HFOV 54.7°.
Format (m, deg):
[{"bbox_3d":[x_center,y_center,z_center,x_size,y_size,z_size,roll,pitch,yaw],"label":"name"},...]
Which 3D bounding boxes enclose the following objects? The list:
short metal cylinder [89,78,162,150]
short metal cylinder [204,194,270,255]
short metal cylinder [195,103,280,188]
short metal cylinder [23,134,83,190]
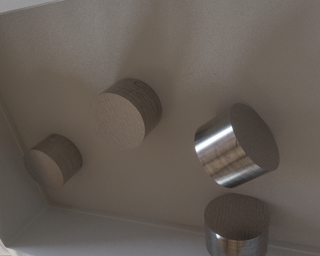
[{"bbox_3d":[-0.044,-0.019,0.403,0.080,0.050,0.079,13,124,20],"label":"short metal cylinder"},{"bbox_3d":[0.099,0.131,0.402,0.080,0.080,0.050,7,122,24],"label":"short metal cylinder"},{"bbox_3d":[0.085,0.019,0.340,0.080,0.080,0.050,49,129,-6],"label":"short metal cylinder"},{"bbox_3d":[-0.178,0.057,0.519,0.080,0.050,0.079,13,124,20],"label":"short metal cylinder"}]
